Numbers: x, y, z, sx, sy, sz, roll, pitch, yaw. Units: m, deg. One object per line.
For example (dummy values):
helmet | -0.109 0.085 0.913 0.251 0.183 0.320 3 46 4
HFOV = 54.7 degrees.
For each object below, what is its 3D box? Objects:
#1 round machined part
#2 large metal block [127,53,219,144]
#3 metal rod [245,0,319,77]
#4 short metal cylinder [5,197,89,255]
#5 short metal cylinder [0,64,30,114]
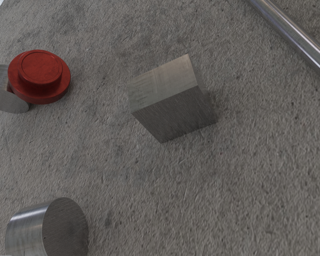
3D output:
round machined part | -0.200 -0.092 0.518 0.042 0.099 0.098 130 145 -57
large metal block | 0.017 -0.032 0.380 0.080 0.080 0.050 -22 54 15
metal rod | 0.167 -0.118 0.388 0.025 0.025 0.300 -30 52 9
short metal cylinder | -0.128 0.126 0.358 0.050 0.080 0.080 -18 55 18
short metal cylinder | -0.268 -0.068 0.550 0.080 0.080 0.050 -7 59 24
